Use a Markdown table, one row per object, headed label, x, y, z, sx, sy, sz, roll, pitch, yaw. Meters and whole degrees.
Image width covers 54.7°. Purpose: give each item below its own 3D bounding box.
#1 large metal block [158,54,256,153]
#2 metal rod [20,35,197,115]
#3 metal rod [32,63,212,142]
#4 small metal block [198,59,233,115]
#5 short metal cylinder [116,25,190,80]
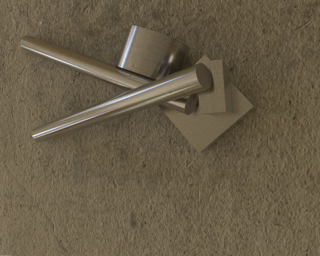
| label | x | y | z | sx | sy | sz | roll | pitch | yaw |
| --- | --- | --- | --- | --- | --- | --- | --- | --- | --- |
| large metal block | 0.057 | -0.027 | 0.375 | 0.080 | 0.050 | 0.080 | -43 | 76 | 16 |
| metal rod | -0.086 | -0.079 | 0.409 | 0.300 | 0.025 | 0.025 | 24 | 98 | 29 |
| metal rod | -0.072 | -0.019 | 0.378 | 0.300 | 0.025 | 0.025 | -14 | 85 | 40 |
| small metal block | 0.057 | -0.040 | 0.320 | 0.025 | 0.050 | 0.050 | -4 | 89 | 20 |
| short metal cylinder | -0.009 | -0.087 | 0.385 | 0.080 | 0.080 | 0.050 | 22 | 97 | 18 |
